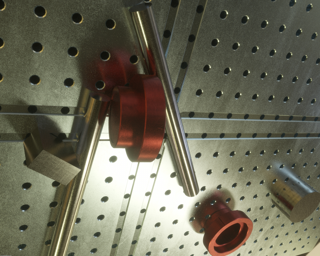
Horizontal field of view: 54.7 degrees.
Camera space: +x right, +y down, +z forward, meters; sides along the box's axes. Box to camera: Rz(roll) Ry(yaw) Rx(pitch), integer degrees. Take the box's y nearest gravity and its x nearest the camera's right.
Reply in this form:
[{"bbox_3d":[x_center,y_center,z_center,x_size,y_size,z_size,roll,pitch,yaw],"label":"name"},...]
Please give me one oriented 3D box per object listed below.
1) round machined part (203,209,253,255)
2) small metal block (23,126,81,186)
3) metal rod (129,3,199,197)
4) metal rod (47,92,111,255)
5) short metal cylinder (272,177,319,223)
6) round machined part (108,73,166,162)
[{"bbox_3d":[0.123,0.193,0.586,0.099,0.042,0.097,-14,124,-21],"label":"round machined part"},{"bbox_3d":[-0.122,0.031,0.348,0.025,0.050,0.050,-47,129,4],"label":"small metal block"},{"bbox_3d":[0.015,-0.012,0.411,0.025,0.025,0.299,-27,128,-12],"label":"metal rod"},{"bbox_3d":[-0.116,0.095,0.406,0.025,0.025,0.298,6,115,-31],"label":"metal rod"},{"bbox_3d":[0.281,0.148,0.640,0.081,0.050,0.079,-14,124,-21],"label":"short metal cylinder"},{"bbox_3d":[-0.030,-0.011,0.342,0.042,0.098,0.097,3,118,-19],"label":"round machined part"}]
